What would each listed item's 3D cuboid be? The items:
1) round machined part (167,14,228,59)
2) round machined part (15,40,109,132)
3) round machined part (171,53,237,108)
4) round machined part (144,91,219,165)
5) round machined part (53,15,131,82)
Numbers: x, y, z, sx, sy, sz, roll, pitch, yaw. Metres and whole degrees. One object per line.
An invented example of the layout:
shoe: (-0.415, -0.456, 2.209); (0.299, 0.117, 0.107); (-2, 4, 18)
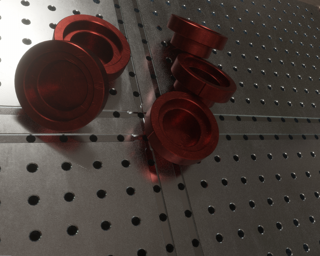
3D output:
round machined part: (0.056, -0.144, 0.499); (0.099, 0.042, 0.098); (20, 22, -8)
round machined part: (-0.105, -0.048, 0.348); (0.098, 0.098, 0.042); (37, 15, -4)
round machined part: (0.060, -0.066, 0.457); (0.099, 0.042, 0.098); (22, 31, -14)
round machined part: (0.025, 0.004, 0.408); (0.099, 0.042, 0.098); (12, 59, -21)
round machined part: (-0.092, -0.098, 0.409); (0.099, 0.042, 0.098); (14, 56, -21)
